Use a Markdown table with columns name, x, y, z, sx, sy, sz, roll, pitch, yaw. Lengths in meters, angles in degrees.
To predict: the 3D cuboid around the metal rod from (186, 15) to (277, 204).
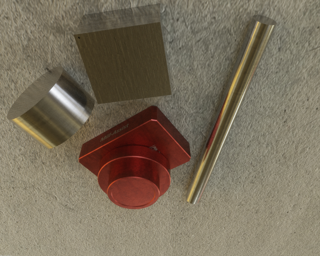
| name | x | y | z | sx | sy | sz | roll | pitch | yaw |
| --- | --- | --- | --- | --- | --- | --- | --- | --- | --- |
| metal rod | 0.080 | 0.002 | 0.409 | 0.025 | 0.025 | 0.298 | 8 | 130 | -7 |

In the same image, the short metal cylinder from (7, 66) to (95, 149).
| name | x | y | z | sx | sy | sz | roll | pitch | yaw |
| --- | --- | --- | --- | --- | --- | --- | --- | --- | --- |
| short metal cylinder | -0.122 | -0.024 | 0.349 | 0.080 | 0.080 | 0.050 | -27 | 125 | 21 |

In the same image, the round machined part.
| name | x | y | z | sx | sy | sz | roll | pitch | yaw |
| --- | --- | --- | --- | --- | --- | --- | --- | --- | --- |
| round machined part | -0.035 | 0.073 | 0.418 | 0.099 | 0.042 | 0.097 | -1 | 130 | 0 |

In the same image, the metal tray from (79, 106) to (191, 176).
| name | x | y | z | sx | sy | sz | roll | pitch | yaw |
| --- | --- | --- | --- | --- | --- | --- | --- | --- | --- |
| metal tray | -0.035 | 0.034 | 0.433 | 0.130 | 0.030 | 0.090 | -28 | 125 | 21 |

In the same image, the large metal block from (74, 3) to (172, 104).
| name | x | y | z | sx | sy | sz | roll | pitch | yaw |
| --- | --- | --- | --- | --- | --- | --- | --- | --- | --- |
| large metal block | -0.034 | -0.077 | 0.325 | 0.080 | 0.050 | 0.080 | -7 | 130 | 5 |
